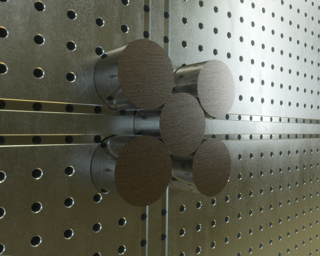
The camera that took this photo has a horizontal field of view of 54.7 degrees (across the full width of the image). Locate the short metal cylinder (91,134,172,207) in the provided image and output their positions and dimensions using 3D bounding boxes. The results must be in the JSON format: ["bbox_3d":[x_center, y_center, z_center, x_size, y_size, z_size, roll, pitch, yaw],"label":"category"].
[{"bbox_3d":[-0.033,0.048,0.366,0.081,0.050,0.079,0,90,-40],"label":"short metal cylinder"}]

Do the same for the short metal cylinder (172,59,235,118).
[{"bbox_3d":[0.063,-0.054,0.445,0.081,0.050,0.079,0,90,-40],"label":"short metal cylinder"}]

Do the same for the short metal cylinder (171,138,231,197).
[{"bbox_3d":[0.056,0.053,0.441,0.081,0.050,0.079,0,90,-40],"label":"short metal cylinder"}]

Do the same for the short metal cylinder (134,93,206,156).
[{"bbox_3d":[0.014,-0.005,0.406,0.081,0.050,0.079,0,90,-40],"label":"short metal cylinder"}]

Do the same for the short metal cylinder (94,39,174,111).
[{"bbox_3d":[-0.030,-0.060,0.369,0.081,0.050,0.079,0,90,-40],"label":"short metal cylinder"}]
